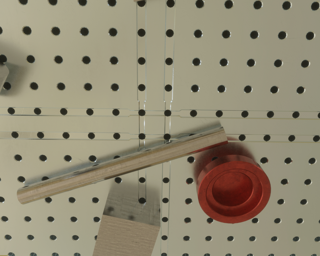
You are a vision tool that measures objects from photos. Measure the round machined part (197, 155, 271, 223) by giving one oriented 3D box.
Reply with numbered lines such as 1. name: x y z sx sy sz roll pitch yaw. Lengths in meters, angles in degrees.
1. round machined part: 0.100 0.081 0.436 0.099 0.042 0.097 0 110 -1

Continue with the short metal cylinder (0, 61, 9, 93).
1. short metal cylinder: -0.227 -0.059 0.359 0.080 0.080 0.050 29 107 -11

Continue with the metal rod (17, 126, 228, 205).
1. metal rod: -0.055 0.054 0.432 0.301 0.025 0.025 -17 109 5

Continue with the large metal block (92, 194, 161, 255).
1. large metal block: -0.049 0.153 0.456 0.081 0.050 0.079 14 109 -6

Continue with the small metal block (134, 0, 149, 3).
1. small metal block: -0.009 -0.173 0.349 0.050 0.025 0.050 -10 110 3
